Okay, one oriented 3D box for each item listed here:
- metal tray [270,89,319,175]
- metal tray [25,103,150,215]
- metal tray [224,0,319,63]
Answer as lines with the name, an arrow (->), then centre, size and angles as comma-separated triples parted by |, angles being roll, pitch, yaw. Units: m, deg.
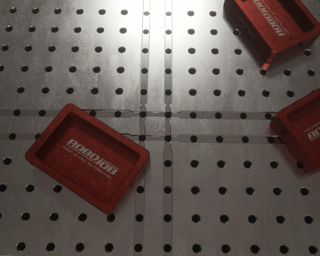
metal tray -> 0.229, -0.008, 0.414 | 0.131, 0.030, 0.090 | -28, 73, -10
metal tray -> -0.089, 0.038, 0.393 | 0.130, 0.030, 0.090 | 31, 73, 10
metal tray -> 0.170, -0.172, 0.473 | 0.091, 0.030, 0.130 | -26, 72, -10
